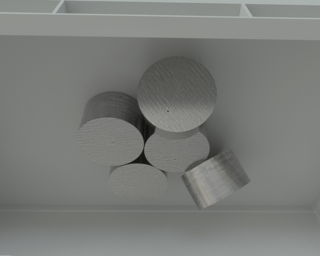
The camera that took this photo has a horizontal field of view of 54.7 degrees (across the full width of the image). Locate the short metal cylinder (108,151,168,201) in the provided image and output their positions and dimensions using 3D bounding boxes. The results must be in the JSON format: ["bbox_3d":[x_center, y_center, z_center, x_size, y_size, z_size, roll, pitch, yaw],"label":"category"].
[{"bbox_3d":[-0.030,0.059,0.440,0.081,0.050,0.079,0,130,0],"label":"short metal cylinder"}]

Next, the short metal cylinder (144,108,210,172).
[{"bbox_3d":[0.021,0.012,0.401,0.081,0.050,0.079,0,130,0],"label":"short metal cylinder"}]

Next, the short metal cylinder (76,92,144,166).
[{"bbox_3d":[-0.060,0.002,0.391,0.081,0.050,0.079,0,130,0],"label":"short metal cylinder"}]

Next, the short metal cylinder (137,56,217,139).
[{"bbox_3d":[0.018,-0.030,0.336,0.081,0.080,0.050,-2,169,1],"label":"short metal cylinder"}]

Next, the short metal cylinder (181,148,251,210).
[{"bbox_3d":[0.075,0.070,0.424,0.080,0.050,0.080,-28,168,-7],"label":"short metal cylinder"}]
